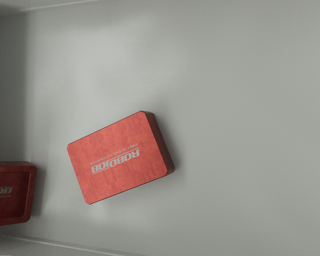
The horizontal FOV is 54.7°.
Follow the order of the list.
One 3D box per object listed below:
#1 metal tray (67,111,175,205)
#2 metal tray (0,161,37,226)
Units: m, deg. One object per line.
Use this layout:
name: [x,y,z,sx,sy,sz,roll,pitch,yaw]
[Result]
metal tray: [-0.056,0.041,0.426,0.130,0.030,0.090,-24,82,18]
metal tray: [-0.251,0.094,0.441,0.030,0.131,0.089,13,95,46]
